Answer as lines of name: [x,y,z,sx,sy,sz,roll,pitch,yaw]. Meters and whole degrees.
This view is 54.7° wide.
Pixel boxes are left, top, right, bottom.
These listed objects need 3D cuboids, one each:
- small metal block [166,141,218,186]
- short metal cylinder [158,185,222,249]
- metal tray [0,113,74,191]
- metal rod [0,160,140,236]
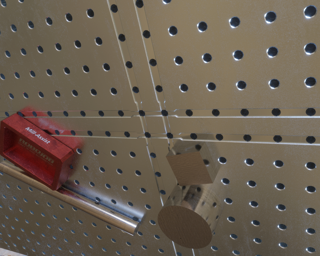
small metal block: [0.043,0.049,0.418,0.050,0.025,0.050,-12,112,33]
short metal cylinder: [0.044,0.127,0.449,0.080,0.050,0.079,13,124,20]
metal tray: [-0.221,0.044,0.548,0.130,0.030,0.089,32,128,7]
metal rod: [-0.177,0.126,0.579,0.301,0.025,0.025,20,126,15]
